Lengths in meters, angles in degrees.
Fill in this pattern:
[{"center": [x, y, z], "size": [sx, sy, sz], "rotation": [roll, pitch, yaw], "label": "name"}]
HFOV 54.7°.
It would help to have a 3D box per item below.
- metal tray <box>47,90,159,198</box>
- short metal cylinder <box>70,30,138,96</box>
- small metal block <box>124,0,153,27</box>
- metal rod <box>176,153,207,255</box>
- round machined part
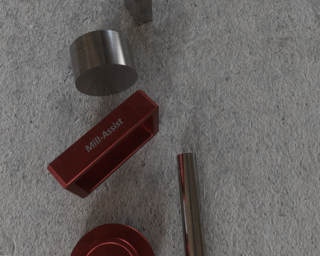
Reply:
[{"center": [-0.058, 0.022, 0.364], "size": [0.130, 0.090, 0.030], "rotation": [-42, 76, -14], "label": "metal tray"}, {"center": [-0.074, -0.083, 0.408], "size": [0.081, 0.080, 0.050], "rotation": [-13, 71, -5], "label": "short metal cylinder"}, {"center": [-0.034, -0.191, 0.464], "size": [0.025, 0.050, 0.050], "rotation": [-26, 73, -9], "label": "small metal block"}, {"center": [0.043, 0.175, 0.344], "size": [0.025, 0.025, 0.299], "rotation": [-3, 70, -2], "label": "metal rod"}, {"center": [-0.054, 0.156, 0.341], "size": [0.099, 0.042, 0.098], "rotation": [0, 70, -1], "label": "round machined part"}]
